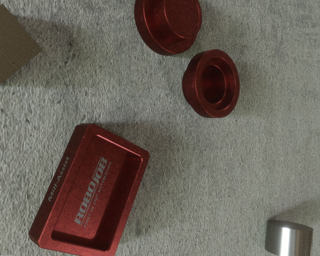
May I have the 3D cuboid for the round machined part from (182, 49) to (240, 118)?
[{"bbox_3d":[0.071,-0.063,0.455,0.099,0.042,0.097,0,90,-40],"label":"round machined part"}]

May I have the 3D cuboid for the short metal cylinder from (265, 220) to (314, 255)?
[{"bbox_3d":[0.238,0.205,0.573,0.081,0.080,0.050,11,83,-40],"label":"short metal cylinder"}]

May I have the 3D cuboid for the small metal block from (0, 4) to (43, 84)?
[{"bbox_3d":[-0.147,-0.075,0.282,0.050,0.025,0.050,-52,121,-27],"label":"small metal block"}]

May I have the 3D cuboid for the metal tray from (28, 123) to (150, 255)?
[{"bbox_3d":[-0.072,0.070,0.342,0.090,0.030,0.130,31,70,-36],"label":"metal tray"}]

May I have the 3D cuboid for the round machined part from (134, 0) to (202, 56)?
[{"bbox_3d":[0.018,-0.148,0.410,0.099,0.042,0.097,0,90,-40],"label":"round machined part"}]
